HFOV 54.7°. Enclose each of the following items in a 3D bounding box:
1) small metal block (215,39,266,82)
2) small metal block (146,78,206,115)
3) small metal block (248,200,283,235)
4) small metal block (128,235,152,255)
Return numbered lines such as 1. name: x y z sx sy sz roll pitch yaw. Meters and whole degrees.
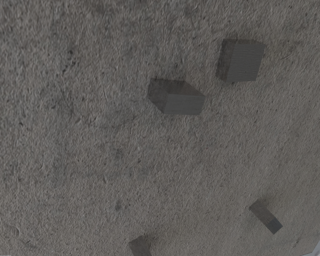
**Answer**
1. small metal block: 0.106 -0.089 0.409 0.050 0.025 0.050 -7 122 -25
2. small metal block: 0.018 -0.038 0.377 0.050 0.050 0.025 0 118 -29
3. small metal block: 0.210 0.177 0.615 0.025 0.050 0.050 -43 129 1
4. small metal block: -0.025 0.216 0.510 0.025 0.050 0.050 -26 128 -12
